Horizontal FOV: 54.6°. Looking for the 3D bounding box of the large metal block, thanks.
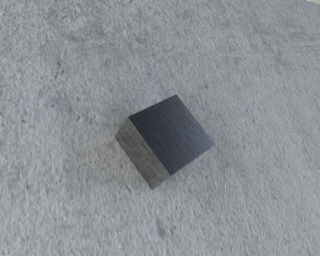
[{"bbox_3d":[0.006,0.016,0.381,0.081,0.050,0.080,-29,78,-37],"label":"large metal block"}]
